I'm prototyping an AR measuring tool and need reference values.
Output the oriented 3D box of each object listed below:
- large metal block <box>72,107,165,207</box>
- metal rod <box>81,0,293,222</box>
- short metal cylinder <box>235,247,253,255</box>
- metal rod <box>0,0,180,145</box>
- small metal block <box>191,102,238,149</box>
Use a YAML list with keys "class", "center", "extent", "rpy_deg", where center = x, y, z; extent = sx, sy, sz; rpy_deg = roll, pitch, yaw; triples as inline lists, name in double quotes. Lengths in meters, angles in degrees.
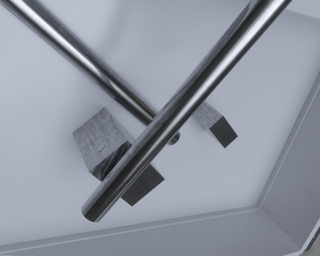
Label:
- class: "large metal block"
  center: [-0.050, 0.033, 0.368]
  extent: [0.050, 0.080, 0.080]
  rpy_deg: [-40, 130, -1]
- class: "metal rod"
  center: [0.019, -0.018, 0.279]
  extent: [0.025, 0.025, 0.299]
  rpy_deg: [25, 114, -37]
- class: "short metal cylinder"
  center: [0.197, 0.312, 0.681]
  extent: [0.050, 0.080, 0.080]
  rpy_deg: [-41, 130, -1]
- class: "metal rod"
  center: [-0.070, -0.063, 0.332]
  extent: [0.025, 0.025, 0.300]
  rpy_deg: [-46, 130, 3]
- class: "small metal block"
  center: [0.075, -0.006, 0.432]
  extent: [0.025, 0.050, 0.050]
  rpy_deg: [-43, 130, 1]
